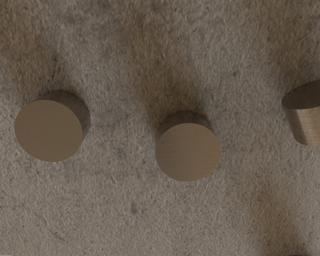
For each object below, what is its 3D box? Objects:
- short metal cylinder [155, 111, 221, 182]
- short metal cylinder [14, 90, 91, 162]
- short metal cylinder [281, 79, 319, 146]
[{"bbox_3d":[0.034,0.023,0.405,0.081,0.050,0.079,0,110,-1],"label":"short metal cylinder"},{"bbox_3d":[-0.133,-0.004,0.393,0.081,0.050,0.079,0,110,-1],"label":"short metal cylinder"},{"bbox_3d":[0.196,-0.021,0.376,0.080,0.080,0.050,-24,109,8],"label":"short metal cylinder"}]
